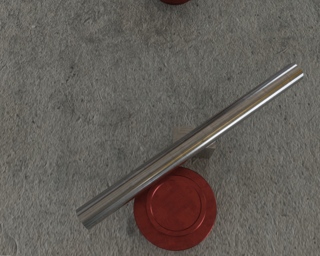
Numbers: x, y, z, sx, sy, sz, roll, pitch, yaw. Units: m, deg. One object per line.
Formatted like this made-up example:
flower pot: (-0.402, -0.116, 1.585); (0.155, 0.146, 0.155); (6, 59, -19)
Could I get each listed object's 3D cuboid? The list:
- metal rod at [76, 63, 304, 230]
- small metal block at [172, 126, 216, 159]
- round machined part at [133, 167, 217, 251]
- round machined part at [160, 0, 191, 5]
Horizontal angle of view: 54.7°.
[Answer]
metal rod: (0.043, 0.013, 0.350); (0.301, 0.025, 0.025); (-34, 74, -11)
small metal block: (0.041, 0.019, 0.388); (0.050, 0.050, 0.025); (3, 70, 1)
round machined part: (0.018, 0.093, 0.365); (0.099, 0.042, 0.098); (0, 70, 0)
round machined part: (0.024, -0.233, 0.484); (0.099, 0.042, 0.098); (0, 70, 0)
